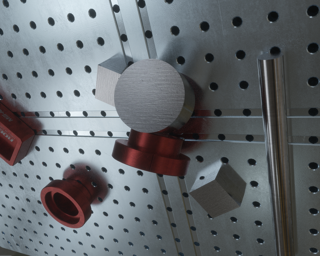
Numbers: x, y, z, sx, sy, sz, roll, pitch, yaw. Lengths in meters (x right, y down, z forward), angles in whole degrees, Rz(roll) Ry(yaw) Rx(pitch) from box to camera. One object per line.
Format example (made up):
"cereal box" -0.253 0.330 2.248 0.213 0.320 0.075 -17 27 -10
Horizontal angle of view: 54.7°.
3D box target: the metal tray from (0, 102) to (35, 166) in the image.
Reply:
"metal tray" -0.298 -0.001 0.564 0.130 0.030 0.090 41 129 0

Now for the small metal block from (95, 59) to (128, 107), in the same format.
"small metal block" -0.055 -0.056 0.406 0.050 0.025 0.050 24 127 13

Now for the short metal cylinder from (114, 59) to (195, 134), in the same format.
"short metal cylinder" -0.005 -0.034 0.354 0.080 0.050 0.080 -1 87 18

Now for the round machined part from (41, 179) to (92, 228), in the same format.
"round machined part" -0.166 0.134 0.571 0.098 0.042 0.097 13 124 21

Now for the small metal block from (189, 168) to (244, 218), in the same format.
"small metal block" 0.078 0.091 0.426 0.050 0.025 0.050 47 129 -5

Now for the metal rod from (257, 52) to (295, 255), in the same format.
"metal rod" 0.143 0.059 0.372 0.025 0.025 0.298 0 119 28

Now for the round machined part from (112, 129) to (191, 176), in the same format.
"round machined part" -0.008 0.026 0.395 0.098 0.098 0.042 15 93 19
